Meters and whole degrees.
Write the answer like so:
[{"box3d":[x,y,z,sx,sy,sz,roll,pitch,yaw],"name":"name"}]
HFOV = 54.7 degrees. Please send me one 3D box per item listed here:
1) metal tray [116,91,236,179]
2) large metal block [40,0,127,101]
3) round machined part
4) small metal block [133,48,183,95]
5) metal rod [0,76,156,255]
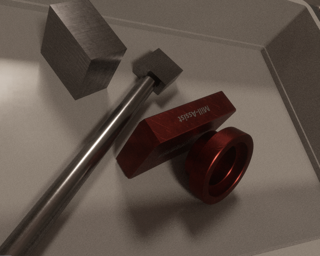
[{"box3d":[0.020,0.007,0.370,0.131,0.089,0.030,-22,71,-36],"name":"metal tray"},{"box3d":[-0.096,-0.094,0.377,0.050,0.080,0.080,-30,79,-38],"name":"large metal block"},{"box3d":[0.069,0.042,0.384,0.099,0.097,0.042,-23,41,-37],"name":"round machined part"},{"box3d":[-0.002,-0.084,0.456,0.050,0.025,0.050,43,48,1],"name":"small metal block"},{"box3d":[-0.080,0.035,0.341,0.025,0.025,0.301,36,51,-5],"name":"metal rod"}]
